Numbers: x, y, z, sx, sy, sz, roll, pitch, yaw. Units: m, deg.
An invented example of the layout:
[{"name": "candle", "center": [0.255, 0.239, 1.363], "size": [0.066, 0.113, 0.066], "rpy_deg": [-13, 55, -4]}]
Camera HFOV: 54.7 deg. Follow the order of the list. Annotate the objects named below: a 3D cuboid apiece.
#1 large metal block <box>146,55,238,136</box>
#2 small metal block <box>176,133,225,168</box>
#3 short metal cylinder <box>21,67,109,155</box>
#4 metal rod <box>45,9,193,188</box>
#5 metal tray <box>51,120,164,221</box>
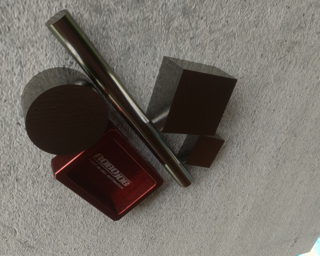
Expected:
[{"name": "large metal block", "center": [0.038, -0.039, 0.390], "size": [0.081, 0.050, 0.079], "rpy_deg": [4, 116, -31]}, {"name": "small metal block", "center": [0.061, 0.029, 0.462], "size": [0.050, 0.025, 0.050], "rpy_deg": [14, 111, -34]}, {"name": "short metal cylinder", "center": [-0.101, -0.018, 0.327], "size": [0.081, 0.050, 0.079], "rpy_deg": [-14, 125, -21]}, {"name": "metal rod", "center": [-0.029, -0.011, 0.386], "size": [0.025, 0.025, 0.300], "rpy_deg": [-39, 130, -3]}, {"name": "metal tray", "center": [-0.064, 0.059, 0.408], "size": [0.090, 0.030, 0.130], "rpy_deg": [-39, 130, -2]}]
